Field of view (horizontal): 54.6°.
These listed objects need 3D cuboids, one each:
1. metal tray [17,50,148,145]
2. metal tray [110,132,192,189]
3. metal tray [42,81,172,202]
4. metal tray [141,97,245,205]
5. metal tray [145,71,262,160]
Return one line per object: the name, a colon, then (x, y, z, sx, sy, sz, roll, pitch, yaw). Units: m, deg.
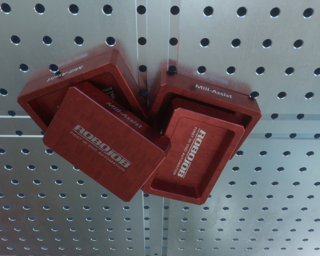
metal tray: (-0.092, -0.030, 0.381, 0.130, 0.030, 0.090, -17, 128, 14)
metal tray: (-0.019, 0.050, 0.450, 0.131, 0.030, 0.089, 20, 127, -17)
metal tray: (-0.064, 0.017, 0.369, 0.130, 0.030, 0.090, 36, 116, -1)
metal tray: (0.037, 0.034, 0.397, 0.091, 0.030, 0.129, 16, 117, -13)
metal tray: (0.050, -0.011, 0.397, 0.131, 0.030, 0.089, 15, 128, -12)
